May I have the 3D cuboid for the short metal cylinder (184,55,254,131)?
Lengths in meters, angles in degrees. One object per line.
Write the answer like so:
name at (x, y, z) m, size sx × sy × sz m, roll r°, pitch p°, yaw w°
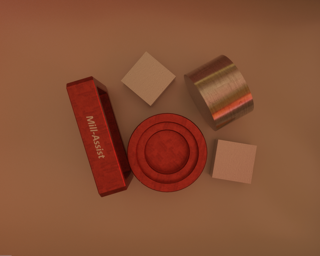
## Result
short metal cylinder at (0.071, -0.043, 0.383) m, size 0.050 × 0.080 × 0.080 m, roll -29°, pitch 90°, yaw 0°

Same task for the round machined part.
round machined part at (0.009, 0.030, 0.400) m, size 0.099 × 0.042 × 0.097 m, roll 0°, pitch 90°, yaw -1°

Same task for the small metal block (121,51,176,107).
small metal block at (-0.015, -0.063, 0.409) m, size 0.050 × 0.025 × 0.050 m, roll 40°, pitch 90°, yaw 1°

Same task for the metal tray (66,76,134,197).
metal tray at (-0.069, 0.009, 0.376) m, size 0.030 × 0.090 × 0.129 m, roll -17°, pitch 90°, yaw 0°

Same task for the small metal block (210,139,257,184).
small metal block at (0.096, 0.043, 0.411) m, size 0.050 × 0.025 × 0.050 m, roll 9°, pitch 89°, yaw 1°
